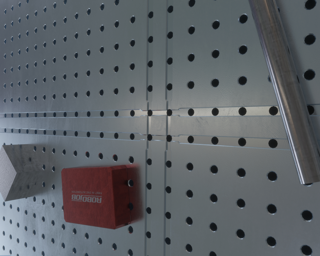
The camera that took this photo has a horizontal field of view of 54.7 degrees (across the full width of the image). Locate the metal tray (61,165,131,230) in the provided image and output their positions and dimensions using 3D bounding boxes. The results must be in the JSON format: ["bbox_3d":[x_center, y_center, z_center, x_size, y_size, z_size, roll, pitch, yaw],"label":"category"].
[{"bbox_3d":[-0.106,0.107,0.494,0.130,0.030,0.089,-8,85,39],"label":"metal tray"}]

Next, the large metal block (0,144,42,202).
[{"bbox_3d":[-0.298,0.091,0.639,0.080,0.050,0.080,47,118,30],"label":"large metal block"}]

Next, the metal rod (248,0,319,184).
[{"bbox_3d":[0.114,-0.094,0.315,0.025,0.025,0.299,-20,78,38],"label":"metal rod"}]
